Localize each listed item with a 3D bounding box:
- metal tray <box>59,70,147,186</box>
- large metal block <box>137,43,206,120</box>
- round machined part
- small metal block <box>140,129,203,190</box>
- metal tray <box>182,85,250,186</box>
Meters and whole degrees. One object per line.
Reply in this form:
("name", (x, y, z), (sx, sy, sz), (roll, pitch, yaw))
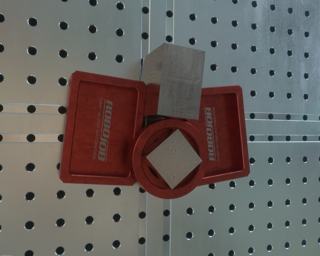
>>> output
("metal tray", (-0.070, 0.002, 0.380), (0.091, 0.030, 0.129), (7, 88, -20))
("large metal block", (0.011, -0.052, 0.383), (0.050, 0.080, 0.080), (7, 88, -20))
("round machined part", (0.008, 0.037, 0.392), (0.099, 0.042, 0.097), (0, 90, -20))
("small metal block", (0.013, 0.036, 0.369), (0.050, 0.025, 0.050), (-41, 103, -15))
("metal tray", (0.074, 0.009, 0.433), (0.091, 0.030, 0.129), (-7, 93, -20))
